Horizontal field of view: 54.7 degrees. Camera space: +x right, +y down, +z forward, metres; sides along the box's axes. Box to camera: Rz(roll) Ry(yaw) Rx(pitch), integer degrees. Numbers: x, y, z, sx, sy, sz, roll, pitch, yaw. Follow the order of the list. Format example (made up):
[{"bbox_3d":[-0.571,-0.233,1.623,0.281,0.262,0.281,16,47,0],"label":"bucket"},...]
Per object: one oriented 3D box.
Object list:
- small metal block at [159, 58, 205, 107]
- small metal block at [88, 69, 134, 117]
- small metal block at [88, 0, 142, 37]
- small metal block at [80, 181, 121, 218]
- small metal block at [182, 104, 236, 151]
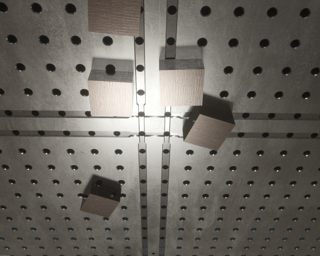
[{"bbox_3d":[0.025,-0.053,0.367,0.050,0.025,0.050,-2,130,1],"label":"small metal block"},{"bbox_3d":[-0.058,-0.042,0.375,0.050,0.025,0.050,3,130,-3],"label":"small metal block"},{"bbox_3d":[-0.044,-0.122,0.307,0.050,0.025,0.050,5,130,-5],"label":"small metal block"},{"bbox_3d":[-0.098,0.119,0.512,0.050,0.025,0.050,21,127,-18],"label":"small metal block"},{"bbox_3d":[0.064,-0.001,0.412,0.050,0.025,0.050,16,128,-14],"label":"small metal block"}]
